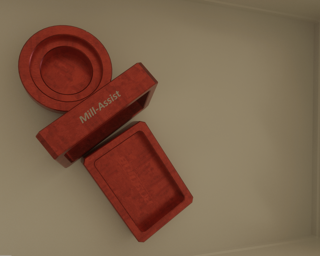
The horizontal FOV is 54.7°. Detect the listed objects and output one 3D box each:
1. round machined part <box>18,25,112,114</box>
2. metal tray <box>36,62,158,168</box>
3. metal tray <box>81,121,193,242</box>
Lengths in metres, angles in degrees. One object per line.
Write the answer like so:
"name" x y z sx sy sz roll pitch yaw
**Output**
"round machined part" -0.108 -0.064 0.358 0.099 0.042 0.097 2 83 -18
"metal tray" -0.067 -0.011 0.349 0.131 0.090 0.030 -39 86 -16
"metal tray" -0.027 0.067 0.398 0.090 0.030 0.130 -36 102 -17
